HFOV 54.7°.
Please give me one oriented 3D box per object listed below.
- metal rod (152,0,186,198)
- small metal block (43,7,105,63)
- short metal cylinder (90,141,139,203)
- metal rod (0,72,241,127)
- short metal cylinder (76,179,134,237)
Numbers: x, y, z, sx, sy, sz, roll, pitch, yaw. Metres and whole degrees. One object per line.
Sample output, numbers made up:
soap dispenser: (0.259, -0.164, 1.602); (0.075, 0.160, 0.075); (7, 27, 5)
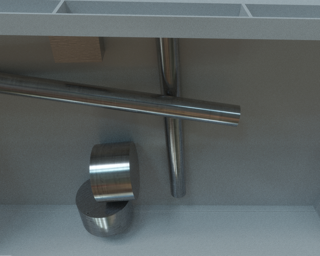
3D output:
metal rod: (0.017, -0.011, 0.400); (0.025, 0.025, 0.298); (-4, 130, 3)
small metal block: (-0.087, -0.097, 0.325); (0.050, 0.025, 0.050); (-1, 130, 0)
short metal cylinder: (-0.059, 0.060, 0.423); (0.050, 0.080, 0.080); (-5, 130, 4)
metal rod: (-0.061, -0.035, 0.355); (0.302, 0.025, 0.025); (8, 130, 1)
short metal cylinder: (-0.082, 0.117, 0.471); (0.081, 0.080, 0.050); (-2, 130, 1)
